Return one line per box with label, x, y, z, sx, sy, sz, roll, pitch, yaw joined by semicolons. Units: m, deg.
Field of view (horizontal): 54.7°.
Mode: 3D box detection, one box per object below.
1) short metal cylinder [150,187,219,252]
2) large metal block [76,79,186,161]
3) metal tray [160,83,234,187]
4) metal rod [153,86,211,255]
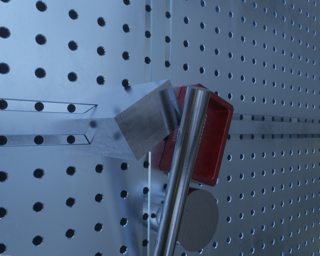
short metal cylinder;0.034;0.120;0.422;0.081;0.050;0.079;0;90;-40
large metal block;-0.032;-0.010;0.347;0.080;0.080;0.050;-39;114;-33
metal tray;0.058;0.012;0.453;0.090;0.030;0.130;26;74;-37
metal rod;0.014;0.100;0.362;0.025;0.025;0.298;-3;110;-40
